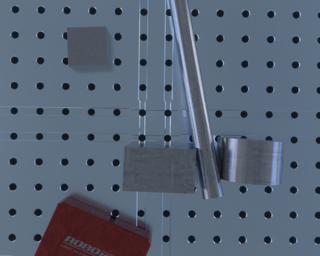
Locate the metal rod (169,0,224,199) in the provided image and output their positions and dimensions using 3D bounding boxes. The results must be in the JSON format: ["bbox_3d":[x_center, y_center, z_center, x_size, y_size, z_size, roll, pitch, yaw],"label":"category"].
[{"bbox_3d":[0.040,-0.063,0.390,0.025,0.025,0.298,-9,81,0],"label":"metal rod"}]

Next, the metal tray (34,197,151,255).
[{"bbox_3d":[-0.088,0.159,0.410,0.131,0.030,0.090,24,90,-1],"label":"metal tray"}]

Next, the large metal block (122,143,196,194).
[{"bbox_3d":[-0.001,0.047,0.386,0.081,0.080,0.050,3,90,0],"label":"large metal block"}]

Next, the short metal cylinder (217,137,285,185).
[{"bbox_3d":[0.111,0.039,0.387,0.081,0.080,0.050,4,90,-1],"label":"short metal cylinder"}]

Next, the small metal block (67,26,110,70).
[{"bbox_3d":[-0.094,-0.106,0.412,0.050,0.025,0.050,-2,90,-1],"label":"small metal block"}]
